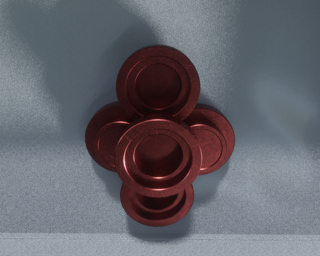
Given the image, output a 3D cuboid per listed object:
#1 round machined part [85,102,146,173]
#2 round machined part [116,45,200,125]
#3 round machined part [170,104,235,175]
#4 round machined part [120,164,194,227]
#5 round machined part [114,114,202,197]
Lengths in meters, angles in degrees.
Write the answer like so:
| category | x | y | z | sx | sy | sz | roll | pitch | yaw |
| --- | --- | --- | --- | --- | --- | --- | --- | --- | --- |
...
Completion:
| category | x | y | z | sx | sy | sz | roll | pitch | yaw |
| --- | --- | --- | --- | --- | --- | --- | --- | --- | --- |
| round machined part | -0.049 | 0.017 | 0.406 | 0.099 | 0.042 | 0.097 | 0 | 110 | -1 |
| round machined part | -0.002 | -0.053 | 0.380 | 0.099 | 0.042 | 0.097 | 0 | 110 | -1 |
| round machined part | 0.050 | 0.020 | 0.408 | 0.099 | 0.042 | 0.097 | 0 | 110 | -1 |
| round machined part | -0.004 | 0.085 | 0.431 | 0.099 | 0.042 | 0.097 | 0 | 110 | -1 |
| round machined part | -0.002 | 0.029 | 0.366 | 0.099 | 0.042 | 0.097 | 0 | 110 | -1 |
